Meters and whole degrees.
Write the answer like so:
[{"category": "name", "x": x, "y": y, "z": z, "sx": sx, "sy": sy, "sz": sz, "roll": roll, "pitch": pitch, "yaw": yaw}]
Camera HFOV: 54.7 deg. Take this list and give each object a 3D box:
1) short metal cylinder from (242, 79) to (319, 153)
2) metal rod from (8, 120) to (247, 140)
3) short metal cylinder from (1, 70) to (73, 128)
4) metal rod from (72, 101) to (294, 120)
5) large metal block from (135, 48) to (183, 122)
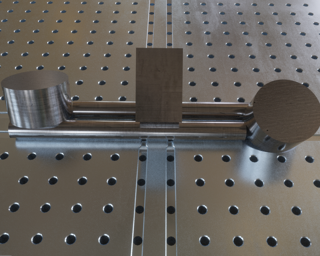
[{"category": "short metal cylinder", "x": 0.149, "y": -0.013, "z": 0.386, "sx": 0.081, "sy": 0.050, "sz": 0.080, "roll": 0, "pitch": 72, "yaw": 0}, {"category": "metal rod", "x": -0.041, "y": 0.002, "z": 0.404, "sx": 0.302, "sy": 0.025, "sz": 0.025, "roll": 1, "pitch": 50, "yaw": 0}, {"category": "short metal cylinder", "x": -0.158, "y": -0.040, "z": 0.405, "sx": 0.081, "sy": 0.050, "sz": 0.080, "roll": 0, "pitch": 27, "yaw": 0}, {"category": "metal rod", "x": 0.033, "y": -0.024, "z": 0.427, "sx": 0.302, "sy": 0.025, "sz": 0.025, "roll": 1, "pitch": 50, "yaw": 0}, {"category": "large metal block", "x": 0.000, "y": -0.048, "z": 0.373, "sx": 0.050, "sy": 0.080, "sz": 0.079, "roll": 1, "pitch": 92, "yaw": 0}]
